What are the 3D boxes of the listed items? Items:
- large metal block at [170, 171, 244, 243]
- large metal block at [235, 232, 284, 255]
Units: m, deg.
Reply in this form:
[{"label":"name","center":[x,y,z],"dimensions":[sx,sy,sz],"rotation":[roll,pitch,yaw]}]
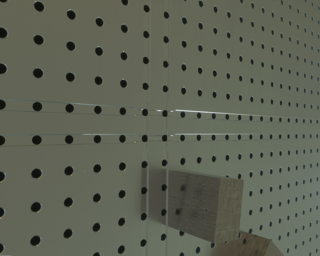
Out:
[{"label":"large metal block","center":[0.064,0.106,0.430],"dimensions":[0.050,0.080,0.080],"rotation":[11,83,-40]},{"label":"large metal block","center":[0.173,0.244,0.542],"dimensions":[0.080,0.050,0.080],"rotation":[49,61,-29]}]
